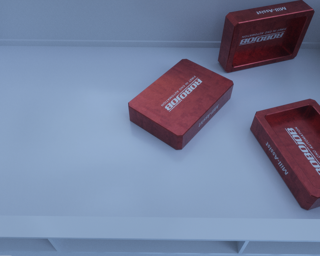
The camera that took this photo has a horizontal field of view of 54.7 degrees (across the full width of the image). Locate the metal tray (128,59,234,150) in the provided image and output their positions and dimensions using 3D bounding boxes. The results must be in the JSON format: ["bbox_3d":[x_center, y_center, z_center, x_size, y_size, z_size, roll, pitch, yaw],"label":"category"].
[{"bbox_3d":[0.031,-0.039,0.434,0.090,0.030,0.131,32,57,24],"label":"metal tray"}]

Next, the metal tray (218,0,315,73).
[{"bbox_3d":[0.161,-0.141,0.482,0.131,0.090,0.030,-14,52,-11],"label":"metal tray"}]

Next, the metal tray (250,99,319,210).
[{"bbox_3d":[0.183,0.026,0.380,0.091,0.030,0.130,-13,51,-11],"label":"metal tray"}]
